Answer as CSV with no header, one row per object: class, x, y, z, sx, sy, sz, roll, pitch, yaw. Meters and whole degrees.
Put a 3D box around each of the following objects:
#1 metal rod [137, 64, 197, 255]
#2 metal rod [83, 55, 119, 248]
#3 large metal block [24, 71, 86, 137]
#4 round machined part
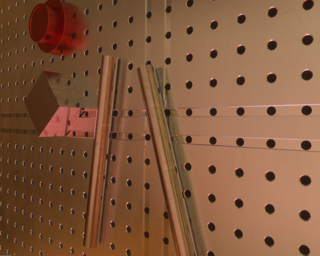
metal rod,0.012,0.062,0.397,0.025,0.025,0.299,-20,77,38
metal rod,-0.093,0.039,0.483,0.025,0.025,0.298,11,97,39
large metal block,-0.186,-0.041,0.543,0.080,0.050,0.080,-45,63,30
round machined part,-0.201,-0.185,0.561,0.098,0.042,0.097,0,90,39
